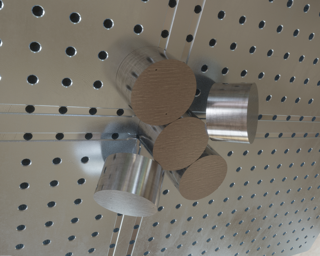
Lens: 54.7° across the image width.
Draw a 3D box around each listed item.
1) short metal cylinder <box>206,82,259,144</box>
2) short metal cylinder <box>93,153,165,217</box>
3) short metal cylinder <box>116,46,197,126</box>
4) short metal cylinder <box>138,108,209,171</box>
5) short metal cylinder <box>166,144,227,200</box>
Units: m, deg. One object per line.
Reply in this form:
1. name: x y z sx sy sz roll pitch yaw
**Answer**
1. short metal cylinder: 0.098 -0.020 0.412 0.080 0.050 0.079 -14 106 -62
2. short metal cylinder: -0.038 0.074 0.394 0.080 0.050 0.080 8 145 6
3. short metal cylinder: -0.005 -0.050 0.363 0.081 0.050 0.079 -14 125 -21
4. short metal cylinder: 0.017 0.010 0.412 0.081 0.050 0.079 -14 125 -21
5. short metal cylinder: 0.052 0.060 0.463 0.081 0.050 0.079 -14 125 -21
